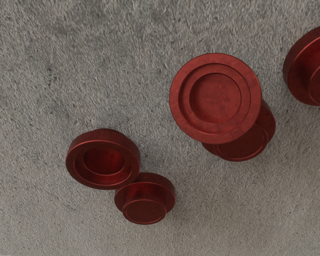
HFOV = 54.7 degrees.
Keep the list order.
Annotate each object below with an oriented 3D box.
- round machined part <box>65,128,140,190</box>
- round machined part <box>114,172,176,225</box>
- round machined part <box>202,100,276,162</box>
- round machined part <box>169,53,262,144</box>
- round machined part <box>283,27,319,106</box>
[{"bbox_3d":[-0.076,0.039,0.428,0.099,0.042,0.097,0,130,0],"label":"round machined part"},{"bbox_3d":[-0.024,0.119,0.497,0.099,0.042,0.097,0,130,0],"label":"round machined part"},{"bbox_3d":[0.101,0.006,0.402,0.099,0.042,0.097,0,130,0],"label":"round machined part"},{"bbox_3d":[0.063,-0.034,0.348,0.098,0.042,0.097,3,100,18],"label":"round machined part"},{"bbox_3d":[0.193,-0.063,0.344,0.099,0.042,0.097,0,130,0],"label":"round machined part"}]
